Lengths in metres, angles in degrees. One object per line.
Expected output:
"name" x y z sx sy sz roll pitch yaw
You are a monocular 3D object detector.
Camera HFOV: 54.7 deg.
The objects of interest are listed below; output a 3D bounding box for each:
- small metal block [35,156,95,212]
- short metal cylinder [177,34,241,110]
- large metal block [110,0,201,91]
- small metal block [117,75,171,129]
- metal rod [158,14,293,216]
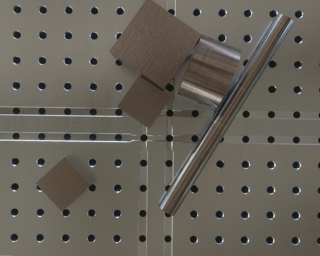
"small metal block" -0.125 0.073 0.412 0.050 0.025 0.050 -42 90 0
"short metal cylinder" 0.060 -0.069 0.386 0.050 0.080 0.080 23 90 0
"large metal block" -0.005 -0.103 0.401 0.080 0.050 0.080 35 90 0
"small metal block" -0.021 -0.034 0.413 0.050 0.025 0.050 34 90 0
"metal rod" 0.087 -0.017 0.413 0.025 0.025 0.299 32 90 0
